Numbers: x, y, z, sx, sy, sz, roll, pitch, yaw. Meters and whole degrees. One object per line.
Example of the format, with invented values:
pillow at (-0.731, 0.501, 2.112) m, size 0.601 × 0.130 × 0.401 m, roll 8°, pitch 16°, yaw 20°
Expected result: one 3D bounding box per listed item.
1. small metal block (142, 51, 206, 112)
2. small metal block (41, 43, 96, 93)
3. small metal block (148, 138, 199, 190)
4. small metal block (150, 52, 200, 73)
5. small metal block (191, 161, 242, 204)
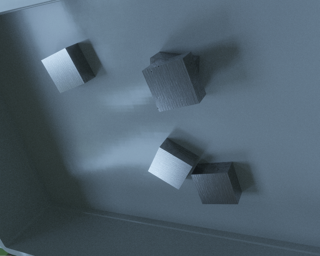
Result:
small metal block at (0.016, -0.049, 0.337) m, size 0.050 × 0.025 × 0.050 m, roll -10°, pitch 113°, yaw 32°
small metal block at (-0.125, -0.081, 0.422) m, size 0.050 × 0.025 × 0.050 m, roll -14°, pitch 112°, yaw 33°
small metal block at (0.018, 0.050, 0.429) m, size 0.050 × 0.025 × 0.050 m, roll 30°, pitch 128°, yaw 8°
small metal block at (0.018, -0.059, 0.362) m, size 0.050 × 0.025 × 0.050 m, roll 11°, pitch 123°, yaw 21°
small metal block at (0.076, 0.074, 0.414) m, size 0.050 × 0.025 × 0.050 m, roll -8°, pitch 114°, yaw 31°
